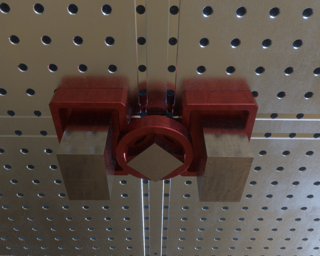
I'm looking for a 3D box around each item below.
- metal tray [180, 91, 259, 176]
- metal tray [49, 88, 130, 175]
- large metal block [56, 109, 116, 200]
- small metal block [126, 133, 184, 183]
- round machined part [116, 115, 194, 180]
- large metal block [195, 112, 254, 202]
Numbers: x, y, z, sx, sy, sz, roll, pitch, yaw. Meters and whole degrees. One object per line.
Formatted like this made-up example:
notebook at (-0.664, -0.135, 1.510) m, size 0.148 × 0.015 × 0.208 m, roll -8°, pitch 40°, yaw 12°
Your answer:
metal tray at (0.072, 0.012, 0.418) m, size 0.091 × 0.030 × 0.129 m, roll 0°, pitch 130°, yaw 0°
metal tray at (-0.086, 0.010, 0.414) m, size 0.091 × 0.030 × 0.129 m, roll 0°, pitch 130°, yaw -1°
large metal block at (-0.086, 0.033, 0.385) m, size 0.050 × 0.080 × 0.079 m, roll 1°, pitch 130°, yaw -1°
small metal block at (-0.006, 0.036, 0.389) m, size 0.050 × 0.025 × 0.050 m, roll 37°, pitch 121°, yaw -27°
round machined part at (-0.007, 0.022, 0.407) m, size 0.099 × 0.042 × 0.097 m, roll 0°, pitch 130°, yaw 0°
large metal block at (0.075, 0.036, 0.389) m, size 0.050 × 0.080 × 0.079 m, roll 1°, pitch 130°, yaw -1°
